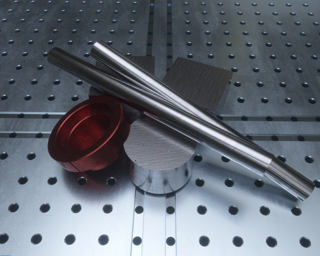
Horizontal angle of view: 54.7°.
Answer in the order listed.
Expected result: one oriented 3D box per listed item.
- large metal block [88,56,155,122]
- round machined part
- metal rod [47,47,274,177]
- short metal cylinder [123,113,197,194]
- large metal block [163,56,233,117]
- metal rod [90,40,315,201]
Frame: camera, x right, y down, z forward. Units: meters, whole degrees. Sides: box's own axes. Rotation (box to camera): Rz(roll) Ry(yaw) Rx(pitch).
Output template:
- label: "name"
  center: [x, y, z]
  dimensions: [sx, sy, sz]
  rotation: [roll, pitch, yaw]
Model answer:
- label: "large metal block"
  center: [-0.048, -0.055, 0.428]
  dimensions: [0.081, 0.050, 0.080]
  rotation: [1, 50, 0]
- label: "round machined part"
  center: [-0.078, 0.011, 0.367]
  dimensions: [0.098, 0.042, 0.098]
  rotation: [-16, 44, 17]
- label: "metal rod"
  center: [-0.016, -0.029, 0.360]
  dimensions: [0.300, 0.025, 0.025]
  rotation: [28, 56, 20]
- label: "short metal cylinder"
  center: [0.000, 0.029, 0.361]
  dimensions: [0.081, 0.050, 0.080]
  rotation: [0, 50, 0]
- label: "large metal block"
  center: [0.046, -0.045, 0.423]
  dimensions: [0.080, 0.050, 0.080]
  rotation: [19, 53, 15]
- label: "metal rod"
  center: [0.042, -0.014, 0.366]
  dimensions: [0.300, 0.025, 0.025]
  rotation: [35, 57, 9]
